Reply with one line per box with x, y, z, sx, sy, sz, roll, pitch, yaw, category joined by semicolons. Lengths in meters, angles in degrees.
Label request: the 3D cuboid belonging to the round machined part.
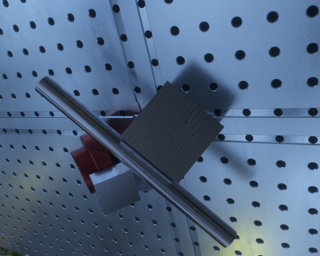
-0.095;0.056;0.447;0.098;0.042;0.098;54;160;30;round machined part

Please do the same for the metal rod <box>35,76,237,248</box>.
-0.030;0.041;0.382;0.300;0.025;0.025;40;129;1;metal rod

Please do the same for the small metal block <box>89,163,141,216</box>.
-0.058;0.077;0.401;0.025;0.050;0.050;40;146;57;small metal block

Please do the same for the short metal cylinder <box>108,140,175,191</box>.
-0.025;0.040;0.428;0.080;0.050;0.079;13;124;21;short metal cylinder

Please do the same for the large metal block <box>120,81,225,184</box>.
0.013;0.006;0.359;0.080;0.050;0.080;39;86;1;large metal block
